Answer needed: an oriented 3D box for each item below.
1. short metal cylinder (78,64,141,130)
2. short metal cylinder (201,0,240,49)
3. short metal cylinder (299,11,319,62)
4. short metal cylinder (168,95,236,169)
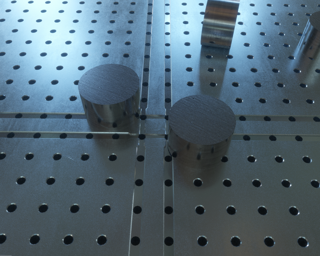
[{"bbox_3d":[-0.067,-0.044,0.427,0.081,0.050,0.080,0,50,0],"label":"short metal cylinder"},{"bbox_3d":[0.101,-0.177,0.522,0.050,0.080,0.080,11,51,9],"label":"short metal cylinder"},{"bbox_3d":[0.286,-0.156,0.526,0.081,0.050,0.080,0,50,0],"label":"short metal cylinder"},{"bbox_3d":[0.050,0.004,0.389,0.081,0.050,0.080,0,50,0],"label":"short metal cylinder"}]
